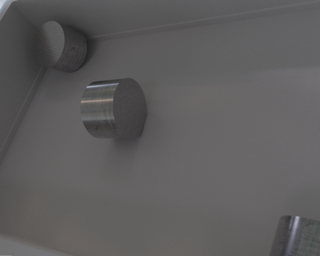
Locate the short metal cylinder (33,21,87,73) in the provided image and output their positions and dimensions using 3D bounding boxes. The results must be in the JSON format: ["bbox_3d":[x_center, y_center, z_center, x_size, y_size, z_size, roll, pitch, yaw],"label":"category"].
[{"bbox_3d":[-0.178,-0.143,0.552,0.080,0.050,0.080,-1,87,31],"label":"short metal cylinder"}]

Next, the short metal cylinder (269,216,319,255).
[{"bbox_3d":[0.127,0.107,0.238,0.080,0.080,0.050,12,68,33],"label":"short metal cylinder"}]

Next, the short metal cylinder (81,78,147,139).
[{"bbox_3d":[-0.060,-0.025,0.418,0.050,0.080,0.080,-1,61,28],"label":"short metal cylinder"}]
